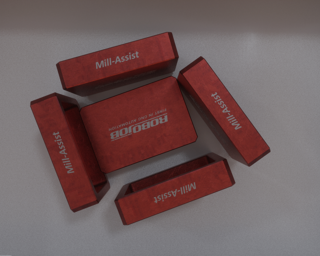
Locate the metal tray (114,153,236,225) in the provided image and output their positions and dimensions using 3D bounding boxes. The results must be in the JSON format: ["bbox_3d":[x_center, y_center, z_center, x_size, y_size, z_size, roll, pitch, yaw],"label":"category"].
[{"bbox_3d":[0.016,0.069,0.377,0.131,0.090,0.030,-20,90,-1],"label":"metal tray"}]

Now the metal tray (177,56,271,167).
[{"bbox_3d":[0.072,-0.019,0.378,0.030,0.090,0.130,-36,90,1],"label":"metal tray"}]

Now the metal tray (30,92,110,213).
[{"bbox_3d":[-0.104,0.026,0.375,0.030,0.090,0.129,-21,90,0],"label":"metal tray"}]

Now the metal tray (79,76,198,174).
[{"bbox_3d":[-0.027,-0.004,0.406,0.131,0.030,0.090,-20,90,-1],"label":"metal tray"}]

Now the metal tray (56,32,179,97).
[{"bbox_3d":[-0.046,-0.073,0.376,0.131,0.090,0.030,-16,90,-1],"label":"metal tray"}]
